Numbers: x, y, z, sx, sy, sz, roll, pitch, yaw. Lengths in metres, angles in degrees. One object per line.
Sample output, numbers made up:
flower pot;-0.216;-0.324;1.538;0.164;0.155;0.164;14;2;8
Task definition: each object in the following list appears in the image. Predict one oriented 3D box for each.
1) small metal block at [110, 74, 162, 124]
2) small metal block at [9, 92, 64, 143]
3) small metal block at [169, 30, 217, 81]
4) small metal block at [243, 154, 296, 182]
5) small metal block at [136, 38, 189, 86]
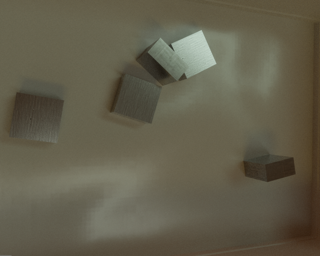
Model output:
small metal block;-0.031;-0.036;0.400;0.050;0.025;0.050;18;84;-20
small metal block;-0.142;-0.011;0.358;0.050;0.025;0.050;9;87;-20
small metal block;0.042;-0.099;0.427;0.050;0.025;0.050;-29;100;-18
small metal block;0.161;0.058;0.459;0.050;0.050;0.025;-10;94;-20
small metal block;0.002;-0.083;0.399;0.050;0.050;0.025;42;77;-16
